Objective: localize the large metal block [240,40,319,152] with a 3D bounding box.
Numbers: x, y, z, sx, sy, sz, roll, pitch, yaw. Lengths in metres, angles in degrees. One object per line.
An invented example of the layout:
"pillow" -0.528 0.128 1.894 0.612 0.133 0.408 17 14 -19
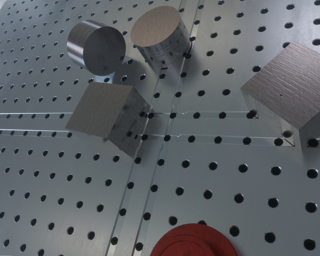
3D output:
"large metal block" 0.150 -0.036 0.336 0.080 0.050 0.080 -42 51 -1

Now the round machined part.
"round machined part" 0.029 0.141 0.296 0.098 0.042 0.098 -13 56 21

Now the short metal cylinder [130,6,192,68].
"short metal cylinder" 0.002 -0.139 0.477 0.080 0.050 0.080 -13 56 21

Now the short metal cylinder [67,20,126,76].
"short metal cylinder" -0.104 -0.131 0.508 0.050 0.080 0.080 32 80 38

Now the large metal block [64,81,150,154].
"large metal block" -0.074 -0.016 0.441 0.080 0.050 0.080 11 67 33
